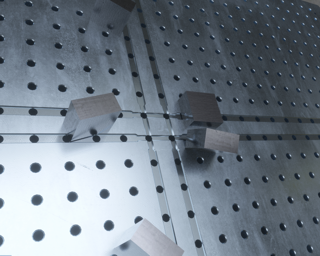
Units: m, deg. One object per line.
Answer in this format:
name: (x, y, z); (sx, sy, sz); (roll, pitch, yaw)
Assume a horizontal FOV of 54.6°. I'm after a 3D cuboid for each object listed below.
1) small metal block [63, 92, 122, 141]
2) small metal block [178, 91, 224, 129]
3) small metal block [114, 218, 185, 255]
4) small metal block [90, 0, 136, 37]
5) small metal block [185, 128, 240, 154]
small metal block: (-0.079, -0.013, 0.357); (0.050, 0.050, 0.025); (-16, 70, -34)
small metal block: (0.059, -0.025, 0.454); (0.050, 0.025, 0.050); (3, 61, -27)
small metal block: (-0.012, 0.122, 0.311); (0.050, 0.050, 0.025); (40, 51, -1)
small metal block: (-0.070, -0.172, 0.459); (0.050, 0.050, 0.025); (27, 53, -11)
small metal block: (0.069, 0.018, 0.414); (0.050, 0.050, 0.025); (11, 83, -22)
